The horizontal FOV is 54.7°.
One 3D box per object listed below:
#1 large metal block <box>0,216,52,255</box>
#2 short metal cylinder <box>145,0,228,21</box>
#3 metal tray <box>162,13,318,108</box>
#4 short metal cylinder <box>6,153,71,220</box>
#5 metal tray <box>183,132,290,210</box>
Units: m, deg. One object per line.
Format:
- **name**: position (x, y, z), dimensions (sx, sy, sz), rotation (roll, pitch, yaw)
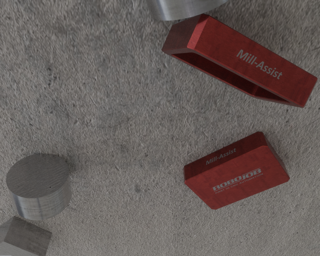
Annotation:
- **large metal block**: position (-0.263, 0.216, 0.572), dimensions (0.080, 0.050, 0.080), rotation (-35, 122, 26)
- **short metal cylinder**: position (0.021, -0.132, 0.258), dimensions (0.080, 0.080, 0.050), rotation (-14, 129, 11)
- **metal tray**: position (0.075, -0.064, 0.309), dimensions (0.131, 0.090, 0.030), rotation (22, 95, -18)
- **short metal cylinder**: position (-0.169, 0.082, 0.439), dimensions (0.081, 0.080, 0.050), rotation (5, 130, -4)
- **metal tray**: position (0.112, 0.068, 0.463), dimensions (0.130, 0.030, 0.090), rotation (-29, 125, 22)
